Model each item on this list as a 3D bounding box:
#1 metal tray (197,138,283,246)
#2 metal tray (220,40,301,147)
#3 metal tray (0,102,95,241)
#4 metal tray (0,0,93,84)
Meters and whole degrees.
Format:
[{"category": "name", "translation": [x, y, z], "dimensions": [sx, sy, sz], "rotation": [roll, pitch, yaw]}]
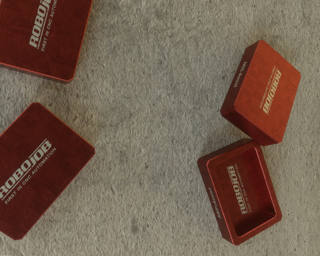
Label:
[{"category": "metal tray", "translation": [0.117, 0.090, 0.449], "dimensions": [0.091, 0.030, 0.129], "rotation": [-22, 97, -19]}, {"category": "metal tray", "translation": [0.148, -0.051, 0.444], "dimensions": [0.090, 0.030, 0.130], "rotation": [35, 64, -17]}, {"category": "metal tray", "translation": [-0.150, 0.046, 0.351], "dimensions": [0.090, 0.030, 0.130], "rotation": [43, 77, -15]}, {"category": "metal tray", "translation": [-0.133, -0.125, 0.357], "dimensions": [0.091, 0.030, 0.129], "rotation": [14, 85, -20]}]
